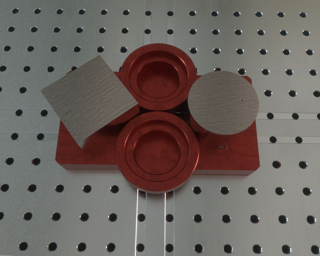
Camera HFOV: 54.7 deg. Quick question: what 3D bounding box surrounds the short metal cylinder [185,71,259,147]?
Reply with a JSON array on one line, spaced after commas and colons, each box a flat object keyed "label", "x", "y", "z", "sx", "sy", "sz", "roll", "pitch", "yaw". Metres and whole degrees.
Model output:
[{"label": "short metal cylinder", "x": 0.072, "y": -0.022, "z": 0.374, "sx": 0.081, "sy": 0.050, "sz": 0.080, "roll": 0, "pitch": 70, "yaw": 0}]

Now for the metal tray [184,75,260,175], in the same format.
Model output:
[{"label": "metal tray", "x": 0.077, "y": -0.006, "z": 0.409, "sx": 0.091, "sy": 0.030, "sz": 0.130, "roll": 1, "pitch": 70, "yaw": 0}]

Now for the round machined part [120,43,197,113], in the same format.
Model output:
[{"label": "round machined part", "x": -0.002, "y": -0.061, "z": 0.415, "sx": 0.099, "sy": 0.042, "sz": 0.098, "roll": 0, "pitch": 70, "yaw": 0}]

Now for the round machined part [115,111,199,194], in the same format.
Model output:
[{"label": "round machined part", "x": -0.003, "y": 0.032, "z": 0.381, "sx": 0.099, "sy": 0.042, "sz": 0.098, "roll": 0, "pitch": 70, "yaw": 0}]

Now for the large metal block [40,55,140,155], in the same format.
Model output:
[{"label": "large metal block", "x": -0.081, "y": -0.027, "z": 0.376, "sx": 0.080, "sy": 0.050, "sz": 0.080, "roll": -35, "pitch": 74, "yaw": -12}]

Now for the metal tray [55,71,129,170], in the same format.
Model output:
[{"label": "metal tray", "x": -0.082, "y": -0.012, "z": 0.412, "sx": 0.091, "sy": 0.030, "sz": 0.130, "roll": 1, "pitch": 70, "yaw": -1}]
